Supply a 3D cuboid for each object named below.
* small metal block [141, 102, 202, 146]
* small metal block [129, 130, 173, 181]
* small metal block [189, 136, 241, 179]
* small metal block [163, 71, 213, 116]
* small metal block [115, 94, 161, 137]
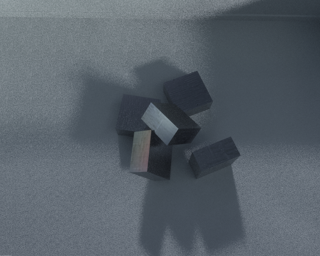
[{"bbox_3d":[0.014,-0.006,0.379,0.050,0.050,0.025,45,117,28],"label":"small metal block"},{"bbox_3d":[-0.009,0.035,0.381,0.025,0.050,0.050,-8,67,32],"label":"small metal block"},{"bbox_3d":[0.066,0.038,0.383,0.050,0.050,0.025,-21,72,-8],"label":"small metal block"},{"bbox_3d":[0.037,-0.044,0.426,0.050,0.025,0.050,-21,72,-8],"label":"small metal block"},{"bbox_3d":[-0.028,-0.014,0.415,0.050,0.025,0.050,9,70,3],"label":"small metal block"}]
